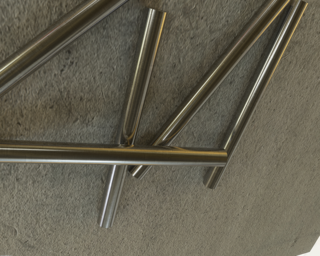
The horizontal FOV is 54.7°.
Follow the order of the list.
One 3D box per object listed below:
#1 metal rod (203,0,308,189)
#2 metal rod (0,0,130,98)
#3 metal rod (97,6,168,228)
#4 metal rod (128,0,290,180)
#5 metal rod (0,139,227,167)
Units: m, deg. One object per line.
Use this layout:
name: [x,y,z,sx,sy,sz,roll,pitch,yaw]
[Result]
metal rod: [0.132,-0.036,0.458,0.025,0.025,0.298,7,115,-32]
metal rod: [-0.123,-0.068,0.297,0.301,0.025,0.025,-38,130,-3]
metal rod: [-0.041,0.005,0.388,0.025,0.025,0.298,1,118,-30]
metal rod: [0.059,-0.052,0.408,0.025,0.025,0.299,33,100,-39]
metal rod: [-0.057,0.031,0.366,0.302,0.025,0.025,4,117,-21]
